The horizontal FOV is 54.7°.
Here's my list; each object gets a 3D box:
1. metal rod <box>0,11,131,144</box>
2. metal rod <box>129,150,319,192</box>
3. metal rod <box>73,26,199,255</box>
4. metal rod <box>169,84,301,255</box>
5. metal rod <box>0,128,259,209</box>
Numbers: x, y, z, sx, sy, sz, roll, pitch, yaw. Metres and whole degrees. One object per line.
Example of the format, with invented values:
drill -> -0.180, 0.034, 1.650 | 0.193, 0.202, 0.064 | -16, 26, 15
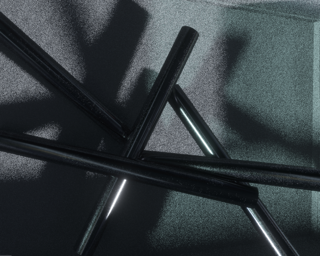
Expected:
metal rod -> -0.142, -0.082, 0.333 | 0.300, 0.025, 0.025 | 43, 76, -25
metal rod -> 0.106, 0.050, 0.352 | 0.301, 0.025, 0.025 | 4, 88, 19
metal rod -> -0.025, 0.010, 0.379 | 0.025, 0.025, 0.299 | 28, 83, -18
metal rod -> 0.095, 0.069, 0.382 | 0.025, 0.025, 0.299 | -29, 75, -18
metal rod -> -0.040, 0.045, 0.348 | 0.302, 0.025, 0.025 | 13, 85, -2
